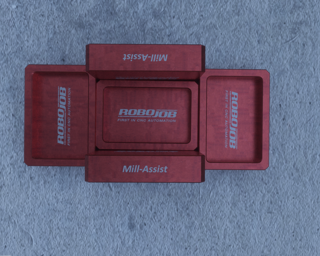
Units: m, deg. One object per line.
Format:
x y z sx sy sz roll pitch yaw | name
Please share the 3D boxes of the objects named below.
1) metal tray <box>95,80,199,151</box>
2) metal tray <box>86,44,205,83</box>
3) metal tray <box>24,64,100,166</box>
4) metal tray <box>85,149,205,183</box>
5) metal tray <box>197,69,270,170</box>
-0.017 -0.016 0.408 0.131 0.030 0.089 1 90 -1 | metal tray
-0.016 -0.076 0.378 0.131 0.090 0.030 0 90 -1 | metal tray
-0.127 -0.016 0.407 0.091 0.030 0.129 1 90 -1 | metal tray
-0.016 0.044 0.377 0.131 0.090 0.030 0 90 -1 | metal tray
0.095 -0.011 0.410 0.091 0.030 0.129 1 90 -1 | metal tray
